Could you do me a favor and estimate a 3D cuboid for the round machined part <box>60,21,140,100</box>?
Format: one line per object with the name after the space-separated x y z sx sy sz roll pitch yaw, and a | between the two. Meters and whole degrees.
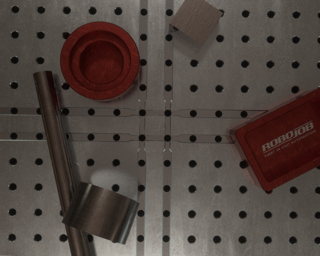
-0.074 -0.084 0.404 0.099 0.042 0.097 0 90 -1 | round machined part

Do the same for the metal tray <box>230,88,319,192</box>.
0.173 0.015 0.413 0.131 0.030 0.090 -27 90 -1 | metal tray

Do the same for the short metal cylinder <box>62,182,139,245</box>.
-0.071 0.104 0.379 0.080 0.080 0.050 20 71 -1 | short metal cylinder

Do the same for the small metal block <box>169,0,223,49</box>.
0.047 -0.143 0.414 0.050 0.025 0.050 34 90 -1 | small metal block

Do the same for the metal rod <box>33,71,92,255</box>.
-0.125 0.073 0.411 0.025 0.025 0.298 -12 90 0 | metal rod
